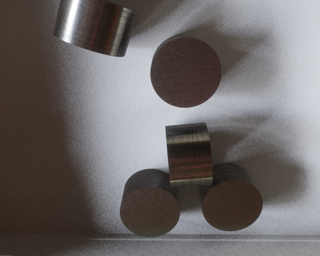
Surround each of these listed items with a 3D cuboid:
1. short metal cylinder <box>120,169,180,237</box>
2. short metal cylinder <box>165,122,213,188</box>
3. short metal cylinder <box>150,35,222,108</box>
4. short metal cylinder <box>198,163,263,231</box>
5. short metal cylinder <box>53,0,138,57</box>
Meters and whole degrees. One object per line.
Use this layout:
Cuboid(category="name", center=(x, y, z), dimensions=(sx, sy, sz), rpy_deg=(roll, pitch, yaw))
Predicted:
Cuboid(category="short metal cylinder", center=(-0.013, 0.105, 0.436), dimensions=(0.081, 0.050, 0.079), rpy_deg=(0, 110, 0))
Cuboid(category="short metal cylinder", center=(0.036, 0.035, 0.395), dimensions=(0.050, 0.080, 0.079), rpy_deg=(-5, 110, 2))
Cuboid(category="short metal cylinder", center=(0.029, -0.070, 0.372), dimensions=(0.081, 0.050, 0.079), rpy_deg=(0, 110, 0))
Cuboid(category="short metal cylinder", center=(0.096, 0.096, 0.434), dimensions=(0.081, 0.050, 0.079), rpy_deg=(0, 110, 0))
Cuboid(category="short metal cylinder", center=(-0.070, -0.116, 0.339), dimensions=(0.080, 0.080, 0.050), rpy_deg=(18, 109, -7))
